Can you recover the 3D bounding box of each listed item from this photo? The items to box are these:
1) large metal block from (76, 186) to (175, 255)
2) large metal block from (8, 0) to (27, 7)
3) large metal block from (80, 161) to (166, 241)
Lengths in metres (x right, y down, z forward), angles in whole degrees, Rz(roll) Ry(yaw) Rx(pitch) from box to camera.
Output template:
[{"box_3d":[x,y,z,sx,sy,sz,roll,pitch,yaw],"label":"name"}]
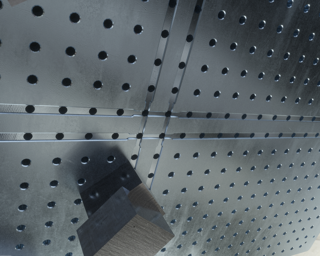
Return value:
[{"box_3d":[-0.042,0.133,0.391,0.080,0.050,0.080,-44,130,2],"label":"large metal block"},{"box_3d":[-0.110,-0.144,0.226,0.050,0.080,0.080,-29,129,-10],"label":"large metal block"},{"box_3d":[-0.051,0.107,0.435,0.080,0.050,0.080,-34,129,-6],"label":"large metal block"}]
